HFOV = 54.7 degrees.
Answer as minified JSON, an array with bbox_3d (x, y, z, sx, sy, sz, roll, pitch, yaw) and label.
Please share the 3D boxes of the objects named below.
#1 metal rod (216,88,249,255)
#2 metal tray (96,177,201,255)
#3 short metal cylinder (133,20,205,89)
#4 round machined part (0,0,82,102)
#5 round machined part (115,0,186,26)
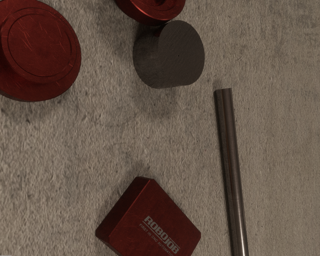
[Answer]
[{"bbox_3d":[0.120,0.085,0.508,0.025,0.025,0.298,-13,98,-40],"label":"metal rod"},{"bbox_3d":[-0.009,0.136,0.397,0.090,0.030,0.130,-53,121,-27],"label":"metal tray"},{"bbox_3d":[0.012,-0.093,0.400,0.081,0.050,0.079,0,91,-40],"label":"short metal cylinder"},{"bbox_3d":[-0.120,-0.074,0.294,0.099,0.042,0.097,0,90,-40],"label":"round machined part"},{"bbox_3d":[-0.019,-0.170,0.374,0.099,0.042,0.097,6,80,-36],"label":"round machined part"}]
